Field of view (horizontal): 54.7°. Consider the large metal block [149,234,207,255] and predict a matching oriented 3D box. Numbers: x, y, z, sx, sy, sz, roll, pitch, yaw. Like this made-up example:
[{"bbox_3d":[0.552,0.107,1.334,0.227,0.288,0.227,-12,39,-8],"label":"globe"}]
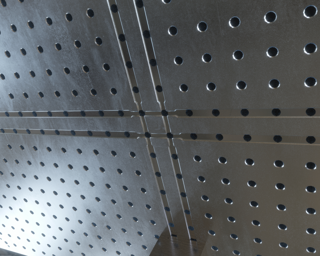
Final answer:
[{"bbox_3d":[0.026,0.227,0.501,0.080,0.080,0.050,3,120,26],"label":"large metal block"}]
